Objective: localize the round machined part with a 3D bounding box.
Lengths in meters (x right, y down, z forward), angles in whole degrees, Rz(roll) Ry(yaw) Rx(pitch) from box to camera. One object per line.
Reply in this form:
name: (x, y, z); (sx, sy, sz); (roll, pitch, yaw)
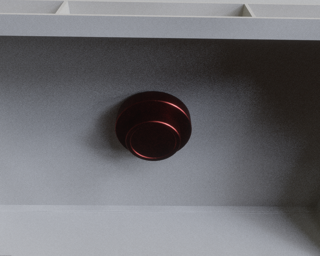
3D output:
round machined part: (-0.008, 0.005, 0.398); (0.099, 0.042, 0.097); (0, 130, 0)
